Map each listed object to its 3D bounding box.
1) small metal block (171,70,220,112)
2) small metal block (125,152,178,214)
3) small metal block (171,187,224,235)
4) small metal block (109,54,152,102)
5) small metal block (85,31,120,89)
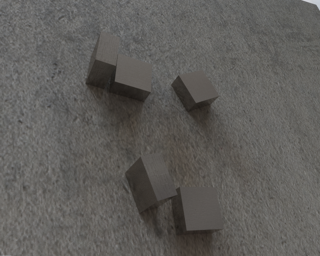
[{"bbox_3d":[0.053,-0.057,0.469,0.050,0.025,0.050,-19,72,-36],"label":"small metal block"},{"bbox_3d":[-0.011,0.062,0.345,0.025,0.050,0.050,-10,67,-33],"label":"small metal block"},{"bbox_3d":[0.043,0.098,0.369,0.050,0.025,0.050,6,59,-25],"label":"small metal block"},{"bbox_3d":[-0.040,-0.069,0.426,0.050,0.025,0.050,14,56,-21],"label":"small metal block"},{"bbox_3d":[-0.075,-0.088,0.402,0.025,0.050,0.050,15,56,-20],"label":"small metal block"}]
